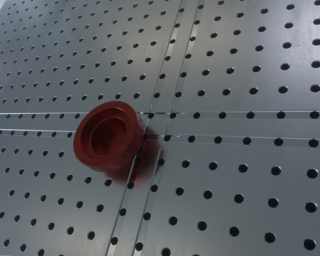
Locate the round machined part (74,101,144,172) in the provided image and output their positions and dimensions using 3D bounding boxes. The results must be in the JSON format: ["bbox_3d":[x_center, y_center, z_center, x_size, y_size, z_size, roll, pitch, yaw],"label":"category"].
[{"bbox_3d":[-0.065,0.015,0.422,0.098,0.042,0.098,-13,56,21],"label":"round machined part"}]
